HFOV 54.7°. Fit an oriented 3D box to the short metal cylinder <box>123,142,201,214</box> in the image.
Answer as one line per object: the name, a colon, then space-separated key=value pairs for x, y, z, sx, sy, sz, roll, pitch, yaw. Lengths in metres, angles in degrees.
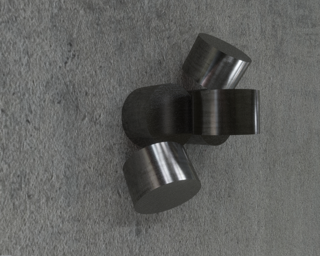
short metal cylinder: x=0.002 y=0.060 z=0.365 sx=0.081 sy=0.080 sz=0.050 roll=10 pitch=45 yaw=-40

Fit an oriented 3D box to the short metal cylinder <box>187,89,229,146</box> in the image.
short metal cylinder: x=0.061 y=-0.016 z=0.442 sx=0.081 sy=0.050 sz=0.079 roll=0 pitch=90 yaw=-40

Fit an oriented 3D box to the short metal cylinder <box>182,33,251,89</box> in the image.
short metal cylinder: x=0.078 y=-0.090 z=0.429 sx=0.081 sy=0.080 sz=0.050 roll=1 pitch=128 yaw=-40

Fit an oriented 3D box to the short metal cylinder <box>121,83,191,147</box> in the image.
short metal cylinder: x=-0.001 y=-0.014 z=0.390 sx=0.081 sy=0.050 sz=0.079 roll=0 pitch=90 yaw=-40

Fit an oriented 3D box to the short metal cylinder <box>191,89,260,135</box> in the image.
short metal cylinder: x=0.078 y=-0.018 z=0.373 sx=0.081 sy=0.080 sz=0.050 roll=-2 pitch=92 yaw=-40
